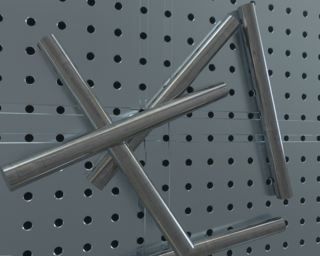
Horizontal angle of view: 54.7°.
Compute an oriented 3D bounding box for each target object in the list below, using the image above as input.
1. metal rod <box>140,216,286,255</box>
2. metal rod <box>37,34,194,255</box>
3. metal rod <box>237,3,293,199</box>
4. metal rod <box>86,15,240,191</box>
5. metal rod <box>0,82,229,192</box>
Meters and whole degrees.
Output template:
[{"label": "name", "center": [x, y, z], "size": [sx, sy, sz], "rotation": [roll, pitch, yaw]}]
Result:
[{"label": "metal rod", "center": [0.047, 0.170, 0.431], "size": [0.303, 0.025, 0.025], "rotation": [-8, 93, -20]}, {"label": "metal rod", "center": [-0.051, 0.022, 0.369], "size": [0.025, 0.025, 0.299], "rotation": [-34, 92, -17]}, {"label": "metal rod", "center": [0.162, -0.037, 0.474], "size": [0.025, 0.025, 0.298], "rotation": [-15, 95, -20]}, {"label": "metal rod", "center": [0.012, -0.042, 0.417], "size": [0.025, 0.025, 0.300], "rotation": [44, 76, -15]}, {"label": "metal rod", "center": [-0.024, -0.005, 0.363], "size": [0.302, 0.025, 0.025], "rotation": [-24, 99, -35]}]
